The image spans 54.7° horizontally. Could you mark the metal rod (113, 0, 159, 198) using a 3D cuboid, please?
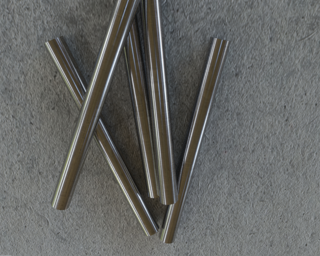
[{"bbox_3d":[-0.026,-0.045,0.392,0.025,0.025,0.298,-7,110,3],"label":"metal rod"}]

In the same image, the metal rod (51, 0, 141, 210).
[{"bbox_3d":[-0.080,-0.028,0.370,0.025,0.025,0.298,20,109,-8],"label":"metal rod"}]

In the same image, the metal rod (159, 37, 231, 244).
[{"bbox_3d":[0.042,0.030,0.421,0.025,0.025,0.298,11,110,-4],"label":"metal rod"}]

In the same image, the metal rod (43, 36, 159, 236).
[{"bbox_3d":[-0.070,0.024,0.417,0.025,0.025,0.299,-21,109,7],"label":"metal rod"}]

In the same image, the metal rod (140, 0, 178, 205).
[{"bbox_3d":[-0.002,-0.044,0.382,0.025,0.025,0.298,-5,106,2],"label":"metal rod"}]
